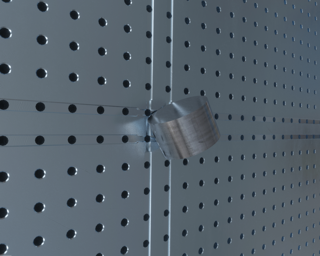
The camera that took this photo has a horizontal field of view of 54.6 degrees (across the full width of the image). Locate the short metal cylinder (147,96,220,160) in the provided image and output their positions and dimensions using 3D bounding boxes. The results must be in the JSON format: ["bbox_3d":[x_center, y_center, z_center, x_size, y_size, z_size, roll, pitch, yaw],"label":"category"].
[{"bbox_3d":[0.031,-0.002,0.397,0.080,0.080,0.050,-35,111,-34],"label":"short metal cylinder"}]
